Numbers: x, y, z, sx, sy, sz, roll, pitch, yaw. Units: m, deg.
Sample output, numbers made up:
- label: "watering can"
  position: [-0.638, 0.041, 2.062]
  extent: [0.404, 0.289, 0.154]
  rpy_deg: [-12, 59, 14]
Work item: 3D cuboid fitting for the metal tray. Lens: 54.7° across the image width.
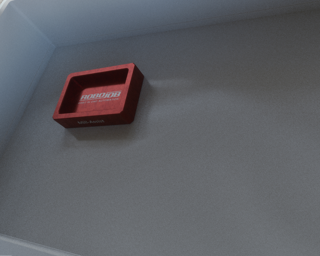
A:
- label: "metal tray"
  position: [-0.096, -0.048, 0.480]
  extent: [0.130, 0.030, 0.090]
  rpy_deg: [-3, 60, 26]
